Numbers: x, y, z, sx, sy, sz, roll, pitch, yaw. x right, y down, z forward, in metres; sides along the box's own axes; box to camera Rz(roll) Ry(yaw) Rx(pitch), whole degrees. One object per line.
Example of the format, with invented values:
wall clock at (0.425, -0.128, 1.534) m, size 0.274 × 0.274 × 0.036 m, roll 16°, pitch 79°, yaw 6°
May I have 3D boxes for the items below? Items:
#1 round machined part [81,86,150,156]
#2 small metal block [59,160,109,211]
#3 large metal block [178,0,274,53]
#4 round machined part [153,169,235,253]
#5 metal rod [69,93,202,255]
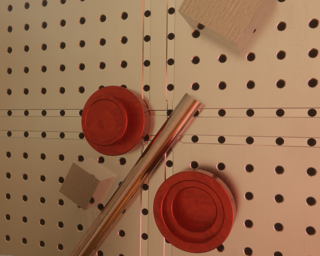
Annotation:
round machined part at (-0.067, -0.010, 0.427) m, size 0.098 × 0.042 × 0.097 m, roll 0°, pitch 90°, yaw 20°
small metal block at (-0.111, 0.083, 0.452) m, size 0.050 × 0.025 × 0.050 m, roll 31°, pitch 100°, yaw 17°
large metal block at (0.082, -0.150, 0.370) m, size 0.080 × 0.050 × 0.080 m, roll 35°, pitch 101°, yaw 16°
round machined part at (0.045, 0.100, 0.388) m, size 0.098 × 0.042 × 0.097 m, roll 0°, pitch 90°, yaw 20°
metal rod at (-0.041, 0.081, 0.427) m, size 0.025 × 0.025 × 0.299 m, roll 39°, pitch 102°, yaw 16°
